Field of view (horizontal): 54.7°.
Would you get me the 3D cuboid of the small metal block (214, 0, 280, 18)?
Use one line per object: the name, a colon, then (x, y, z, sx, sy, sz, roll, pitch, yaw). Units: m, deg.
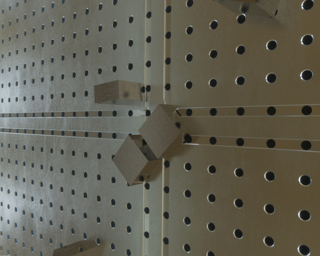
small metal block: (0.089, -0.136, 0.318, 0.050, 0.050, 0.025, 25, 106, 37)

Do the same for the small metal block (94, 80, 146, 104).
small metal block: (-0.057, -0.049, 0.438, 0.050, 0.050, 0.025, -5, 87, 39)

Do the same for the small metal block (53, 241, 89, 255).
small metal block: (-0.152, 0.224, 0.516, 0.025, 0.050, 0.050, 26, 106, 37)

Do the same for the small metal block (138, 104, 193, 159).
small metal block: (0.006, 0.004, 0.403, 0.050, 0.025, 0.050, -51, 61, 27)

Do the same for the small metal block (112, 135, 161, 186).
small metal block: (-0.034, 0.045, 0.436, 0.050, 0.025, 0.050, 50, 119, 28)
